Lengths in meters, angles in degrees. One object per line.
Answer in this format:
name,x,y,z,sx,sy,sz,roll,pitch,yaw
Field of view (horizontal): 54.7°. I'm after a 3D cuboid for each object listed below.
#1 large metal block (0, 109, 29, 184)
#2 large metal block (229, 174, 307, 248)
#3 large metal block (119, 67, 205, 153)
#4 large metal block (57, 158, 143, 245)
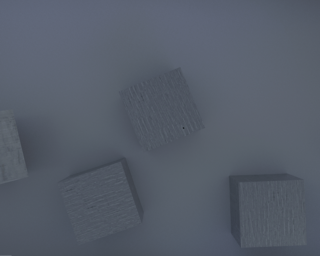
large metal block,-0.202,0.027,0.374,0.050,0.080,0.080,-13,90,-33
large metal block,0.137,0.104,0.401,0.081,0.050,0.079,-2,90,-1
large metal block,0.002,-0.022,0.399,0.080,0.050,0.080,-22,90,-1
large metal block,-0.073,0.091,0.398,0.080,0.050,0.080,-18,90,-1
